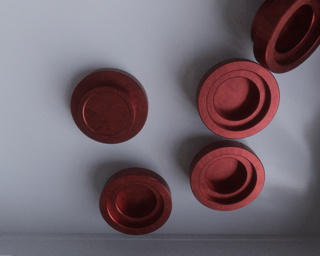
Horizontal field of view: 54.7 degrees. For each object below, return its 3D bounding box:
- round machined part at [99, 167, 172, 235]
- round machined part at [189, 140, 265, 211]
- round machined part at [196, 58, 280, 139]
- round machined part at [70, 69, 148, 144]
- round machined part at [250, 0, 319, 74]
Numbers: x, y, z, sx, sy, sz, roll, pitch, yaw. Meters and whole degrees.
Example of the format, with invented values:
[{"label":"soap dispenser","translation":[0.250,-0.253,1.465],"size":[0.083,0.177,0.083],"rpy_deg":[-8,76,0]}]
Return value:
[{"label":"round machined part","translation":[-0.033,0.099,0.438],"size":[0.099,0.042,0.097],"rpy_deg":[0,110,-1]},{"label":"round machined part","translation":[0.089,0.061,0.426],"size":[0.099,0.042,0.097],"rpy_deg":[0,110,-1]},{"label":"round machined part","translation":[0.094,-0.039,0.389],"size":[0.099,0.042,0.097],"rpy_deg":[0,110,-1]},{"label":"round machined part","translation":[-0.064,-0.024,0.393],"size":[0.099,0.042,0.097],"rpy_deg":[0,110,-1]},{"label":"round machined part","translation":[0.142,-0.114,0.346],"size":[0.099,0.042,0.097],"rpy_deg":[-23,139,-21]}]
